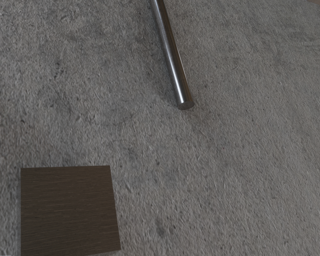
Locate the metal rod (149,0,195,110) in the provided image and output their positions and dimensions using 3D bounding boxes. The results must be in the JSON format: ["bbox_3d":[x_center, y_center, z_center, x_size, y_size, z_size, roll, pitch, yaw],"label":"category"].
[{"bbox_3d":[0.007,-0.163,0.506,0.025,0.025,0.299,1,61,-28],"label":"metal rod"}]

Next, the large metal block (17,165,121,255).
[{"bbox_3d":[-0.088,0.083,0.290,0.081,0.050,0.080,2,61,-27],"label":"large metal block"}]
